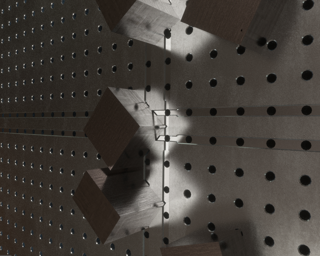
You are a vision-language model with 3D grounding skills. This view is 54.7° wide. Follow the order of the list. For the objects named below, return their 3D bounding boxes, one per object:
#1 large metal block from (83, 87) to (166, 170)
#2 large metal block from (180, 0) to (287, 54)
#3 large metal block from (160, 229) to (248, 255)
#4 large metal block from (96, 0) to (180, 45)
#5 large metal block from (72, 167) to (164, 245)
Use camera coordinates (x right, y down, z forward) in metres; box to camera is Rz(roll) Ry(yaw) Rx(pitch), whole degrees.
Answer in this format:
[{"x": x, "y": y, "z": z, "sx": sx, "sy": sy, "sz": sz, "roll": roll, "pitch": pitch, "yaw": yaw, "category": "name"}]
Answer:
[{"x": -0.052, "y": 0.000, "z": 0.434, "sx": 0.080, "sy": 0.050, "sz": 0.080, "roll": 50, "pitch": 119, "yaw": 28, "category": "large metal block"}, {"x": 0.080, "y": -0.133, "z": 0.326, "sx": 0.080, "sy": 0.050, "sz": 0.079, "roll": 35, "pitch": 111, "yaw": 34, "category": "large metal block"}, {"x": 0.055, "y": 0.164, "z": 0.346, "sx": 0.080, "sy": 0.050, "sz": 0.080, "roll": -23, "pitch": 76, "yaw": 37, "category": "large metal block"}, {"x": -0.033, "y": -0.161, "z": 0.398, "sx": 0.050, "sy": 0.081, "sz": 0.080, "roll": -40, "pitch": 66, "yaw": 32, "category": "large metal block"}, {"x": -0.056, "y": 0.098, "z": 0.418, "sx": 0.080, "sy": 0.081, "sz": 0.050, "roll": 45, "pitch": 117, "yaw": 30, "category": "large metal block"}]
